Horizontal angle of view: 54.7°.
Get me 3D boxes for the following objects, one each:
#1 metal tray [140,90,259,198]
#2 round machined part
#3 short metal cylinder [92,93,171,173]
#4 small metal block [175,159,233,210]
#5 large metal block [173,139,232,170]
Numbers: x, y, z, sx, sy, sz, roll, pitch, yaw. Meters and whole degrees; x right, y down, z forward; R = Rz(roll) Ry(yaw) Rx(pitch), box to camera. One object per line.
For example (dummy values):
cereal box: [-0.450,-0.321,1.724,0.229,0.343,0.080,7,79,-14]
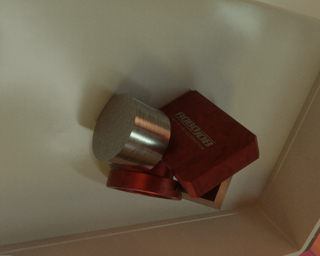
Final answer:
metal tray: [0.041,0.012,0.369,0.090,0.130,0.030,-31,130,-9]
round machined part: [-0.017,0.065,0.404,0.099,0.098,0.042,22,71,-37]
short metal cylinder: [-0.034,0.007,0.358,0.050,0.080,0.080,25,105,-37]
small metal block: [0.054,0.065,0.374,0.050,0.050,0.025,-62,142,-24]
large metal block: [0.058,0.027,0.431,0.081,0.050,0.079,-14,129,-21]
